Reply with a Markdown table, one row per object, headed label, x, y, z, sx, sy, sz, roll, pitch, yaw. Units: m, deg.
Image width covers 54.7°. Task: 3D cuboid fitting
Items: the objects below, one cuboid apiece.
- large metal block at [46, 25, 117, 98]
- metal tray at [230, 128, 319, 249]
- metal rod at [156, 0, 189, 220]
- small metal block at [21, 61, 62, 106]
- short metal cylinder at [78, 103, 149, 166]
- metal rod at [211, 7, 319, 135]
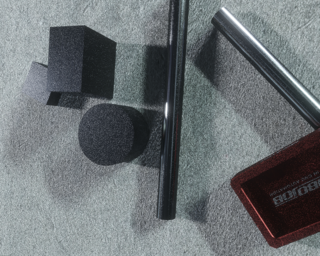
| label | x | y | z | sx | sy | sz | roll | pitch | yaw |
| --- | --- | --- | --- | --- | --- | --- | --- | --- | --- |
| large metal block | -0.102 | -0.084 | 0.414 | 0.050 | 0.080 | 0.079 | 4 | 92 | 20 |
| metal tray | 0.156 | 0.064 | 0.336 | 0.130 | 0.030 | 0.090 | -36 | 80 | 28 |
| metal rod | 0.017 | -0.032 | 0.402 | 0.025 | 0.025 | 0.298 | 4 | 91 | 19 |
| small metal block | -0.174 | -0.067 | 0.469 | 0.050 | 0.025 | 0.050 | 27 | 99 | 17 |
| short metal cylinder | -0.061 | 0.008 | 0.416 | 0.080 | 0.050 | 0.079 | 0 | 90 | 19 |
| metal rod | 0.166 | -0.026 | 0.350 | 0.025 | 0.025 | 0.300 | -43 | 77 | 15 |
